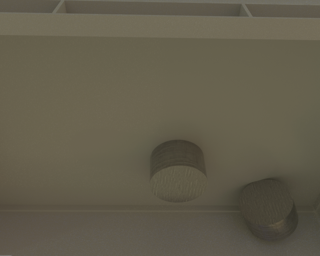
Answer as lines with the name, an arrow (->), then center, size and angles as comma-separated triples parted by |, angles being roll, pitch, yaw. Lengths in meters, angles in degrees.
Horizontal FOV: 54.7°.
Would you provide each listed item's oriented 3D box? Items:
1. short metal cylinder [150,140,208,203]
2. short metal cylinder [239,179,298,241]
short metal cylinder -> 0.026, 0.063, 0.447 | 0.081, 0.050, 0.079 | 0, 130, 0
short metal cylinder -> 0.170, 0.128, 0.485 | 0.080, 0.080, 0.050 | -19, 128, 15
